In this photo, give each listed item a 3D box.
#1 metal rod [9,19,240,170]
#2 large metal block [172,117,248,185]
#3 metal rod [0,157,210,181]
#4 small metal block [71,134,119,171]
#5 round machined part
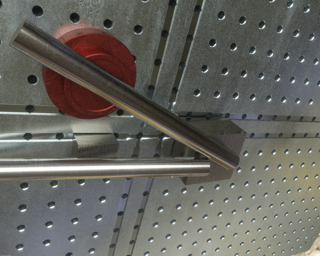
[{"bbox_3d":[-0.008,-0.016,0.336,0.301,0.025,0.025,30,102,-35],"label":"metal rod"},{"bbox_3d":[0.068,0.032,0.450,0.081,0.050,0.079,-2,120,-28],"label":"large metal block"},{"bbox_3d":[-0.084,0.047,0.360,0.302,0.025,0.025,2,118,-18],"label":"metal rod"},{"bbox_3d":[-0.083,0.035,0.389,0.050,0.025,0.050,-1,119,-29],"label":"small metal block"},{"bbox_3d":[-0.071,-0.052,0.330,0.099,0.042,0.097,-14,125,-21],"label":"round machined part"}]
